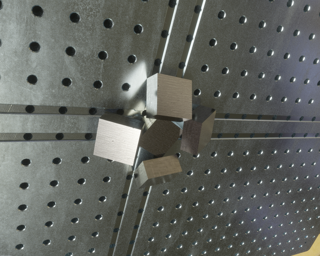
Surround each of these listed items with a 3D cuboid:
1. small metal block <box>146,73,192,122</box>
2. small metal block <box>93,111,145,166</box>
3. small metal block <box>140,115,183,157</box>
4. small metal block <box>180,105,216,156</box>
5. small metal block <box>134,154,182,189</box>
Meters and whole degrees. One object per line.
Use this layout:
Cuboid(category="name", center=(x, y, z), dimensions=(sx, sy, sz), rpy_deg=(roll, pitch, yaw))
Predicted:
Cuboid(category="small metal block", center=(0.012, -0.036, 0.381), dimensions=(0.050, 0.025, 0.050), rpy_deg=(6, 79, -31))
Cuboid(category="small metal block", center=(-0.050, 0.013, 0.378), dimensions=(0.050, 0.025, 0.050), rpy_deg=(16, 115, 2))
Cuboid(category="small metal block", center=(-0.004, 0.006, 0.414), dimensions=(0.050, 0.025, 0.050), rpy_deg=(-49, 129, 6))
Cuboid(category="small metal block", center=(0.053, 0.002, 0.428), dimensions=(0.050, 0.025, 0.050), rpy_deg=(-38, 141, -51))
Cuboid(category="small metal block", center=(-0.004, 0.061, 0.432), dimensions=(0.050, 0.025, 0.050), rpy_deg=(-9, 158, -24))
